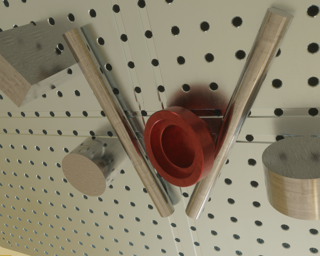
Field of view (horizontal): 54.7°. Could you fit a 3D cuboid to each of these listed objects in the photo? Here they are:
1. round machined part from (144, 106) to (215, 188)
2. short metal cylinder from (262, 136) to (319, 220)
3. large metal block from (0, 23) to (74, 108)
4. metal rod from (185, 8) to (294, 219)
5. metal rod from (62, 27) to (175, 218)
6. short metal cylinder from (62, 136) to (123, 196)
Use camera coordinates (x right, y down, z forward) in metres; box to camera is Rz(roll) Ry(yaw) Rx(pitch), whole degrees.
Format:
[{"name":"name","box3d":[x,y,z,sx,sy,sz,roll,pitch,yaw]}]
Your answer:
[{"name":"round machined part","box3d":[0.028,0.020,0.384,0.098,0.042,0.097,22,122,41]},{"name":"short metal cylinder","box3d":[0.152,0.050,0.326,0.080,0.080,0.050,-1,118,29]},{"name":"large metal block","box3d":[-0.181,-0.086,0.418,0.080,0.080,0.050,46,129,-4]},{"name":"metal rod","box3d":[0.081,0.010,0.374,0.025,0.025,0.298,25,127,13]},{"name":"metal rod","box3d":[-0.051,0.004,0.440,0.025,0.025,0.299,-14,112,34]},{"name":"short metal cylinder","box3d":[-0.105,0.060,0.488,0.080,0.050,0.079,13,124,21]}]
